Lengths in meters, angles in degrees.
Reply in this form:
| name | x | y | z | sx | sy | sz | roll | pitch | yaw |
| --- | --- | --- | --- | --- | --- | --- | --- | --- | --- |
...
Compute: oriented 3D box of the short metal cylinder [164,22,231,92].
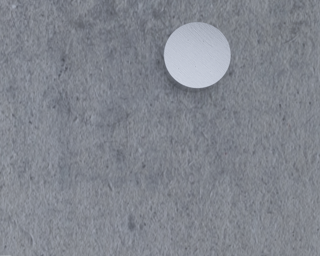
| name | x | y | z | sx | sy | sz | roll | pitch | yaw |
| --- | --- | --- | --- | --- | --- | --- | --- | --- | --- |
| short metal cylinder | 0.045 | -0.088 | 0.398 | 0.081 | 0.050 | 0.079 | 0 | 90 | -1 |
